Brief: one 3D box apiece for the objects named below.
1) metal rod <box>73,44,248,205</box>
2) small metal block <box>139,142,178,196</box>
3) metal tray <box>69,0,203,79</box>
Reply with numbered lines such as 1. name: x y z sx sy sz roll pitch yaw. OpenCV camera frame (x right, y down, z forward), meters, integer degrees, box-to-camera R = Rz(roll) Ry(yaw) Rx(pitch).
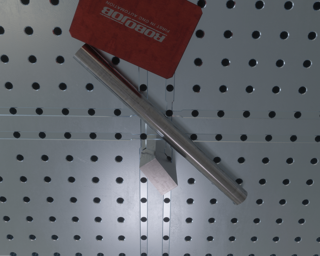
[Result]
1. metal rod: 0.010 0.003 0.414 0.300 0.025 0.025 42 105 -14
2. small metal block: -0.002 0.054 0.420 0.025 0.050 0.050 -34 107 12
3. metal tray: -0.028 -0.125 0.364 0.131 0.030 0.089 23 108 -9
